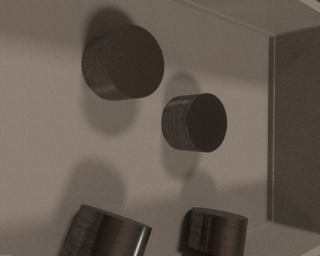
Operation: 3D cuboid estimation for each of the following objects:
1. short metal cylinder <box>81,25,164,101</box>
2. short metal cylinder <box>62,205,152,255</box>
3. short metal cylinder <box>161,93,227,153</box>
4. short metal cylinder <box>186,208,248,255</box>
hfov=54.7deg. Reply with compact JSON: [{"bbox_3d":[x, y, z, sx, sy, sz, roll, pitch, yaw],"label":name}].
[{"bbox_3d":[-0.042,-0.072,0.357,0.081,0.050,0.079,0,90,-40],"label":"short metal cylinder"},{"bbox_3d":[-0.054,0.118,0.327,0.080,0.080,0.050,30,71,-36],"label":"short metal cylinder"},{"bbox_3d":[0.049,-0.007,0.434,0.081,0.050,0.079,0,90,-40],"label":"short metal cylinder"},{"bbox_3d":[0.082,0.147,0.442,0.081,0.080,0.050,16,80,-39],"label":"short metal cylinder"}]
